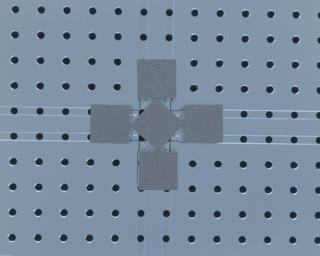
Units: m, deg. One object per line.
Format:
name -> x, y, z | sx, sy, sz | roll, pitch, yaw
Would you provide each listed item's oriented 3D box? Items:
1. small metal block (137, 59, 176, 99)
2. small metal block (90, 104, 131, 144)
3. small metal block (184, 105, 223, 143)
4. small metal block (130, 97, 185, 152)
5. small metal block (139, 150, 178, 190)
small metal block -> -0.004, -0.064, 0.413 | 0.050, 0.025, 0.050 | -1, 90, -1
small metal block -> -0.065, -0.005, 0.412 | 0.050, 0.025, 0.050 | 1, 90, -1
small metal block -> 0.057, -0.005, 0.414 | 0.050, 0.025, 0.050 | 0, 90, -1
small metal block -> -0.004, -0.005, 0.413 | 0.050, 0.025, 0.050 | 42, 90, -1
small metal block -> -0.002, 0.056, 0.413 | 0.050, 0.025, 0.050 | 0, 90, -1
